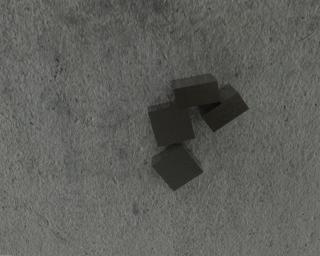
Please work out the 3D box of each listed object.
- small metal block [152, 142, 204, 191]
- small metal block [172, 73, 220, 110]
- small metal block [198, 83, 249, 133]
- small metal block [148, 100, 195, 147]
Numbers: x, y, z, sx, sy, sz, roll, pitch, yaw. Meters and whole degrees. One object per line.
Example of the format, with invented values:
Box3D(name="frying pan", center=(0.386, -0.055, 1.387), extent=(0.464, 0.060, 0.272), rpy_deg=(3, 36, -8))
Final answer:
Box3D(name="small metal block", center=(0.024, 0.051, 0.429), extent=(0.050, 0.025, 0.050), rpy_deg=(-35, 107, 12))
Box3D(name="small metal block", center=(0.043, -0.046, 0.380), extent=(0.050, 0.050, 0.025), rpy_deg=(-10, 110, 4))
Box3D(name="small metal block", center=(0.077, -0.026, 0.387), extent=(0.050, 0.050, 0.025), rpy_deg=(-35, 107, 12))
Box3D(name="small metal block", center=(0.015, -0.007, 0.407), extent=(0.050, 0.025, 0.050), rpy_deg=(-14, 110, 5))
